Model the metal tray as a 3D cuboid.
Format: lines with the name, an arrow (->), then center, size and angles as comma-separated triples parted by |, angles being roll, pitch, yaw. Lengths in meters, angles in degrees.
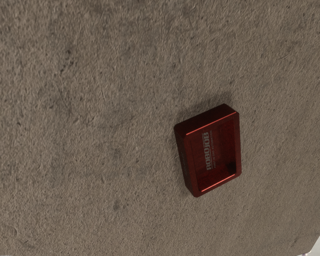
metal tray -> 0.076, 0.037, 0.470 | 0.091, 0.030, 0.129 | -24, 128, -14
